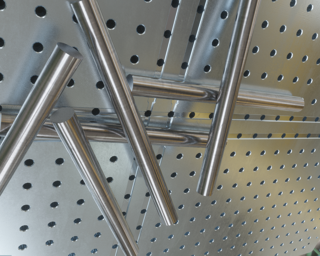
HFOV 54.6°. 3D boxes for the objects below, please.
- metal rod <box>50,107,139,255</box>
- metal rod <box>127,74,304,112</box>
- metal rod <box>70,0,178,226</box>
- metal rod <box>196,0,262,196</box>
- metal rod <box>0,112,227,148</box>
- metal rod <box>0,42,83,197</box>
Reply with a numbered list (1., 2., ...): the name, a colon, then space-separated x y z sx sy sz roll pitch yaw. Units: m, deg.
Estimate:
1. metal rod: -0.072 0.095 0.410 0.025 0.025 0.299 -25 133 -13
2. metal rod: 0.095 -0.044 0.434 0.302 0.025 0.025 2 117 -30
3. metal rod: -0.030 0.002 0.365 0.025 0.025 0.299 -26 119 -12
4. metal rod: 0.089 -0.051 0.397 0.025 0.025 0.298 1 109 -29
5. metal rod: -0.035 0.008 0.396 0.302 0.025 0.025 5 116 -31
6. metal rod: -0.165 0.044 0.322 0.025 0.025 0.299 23 114 -37
